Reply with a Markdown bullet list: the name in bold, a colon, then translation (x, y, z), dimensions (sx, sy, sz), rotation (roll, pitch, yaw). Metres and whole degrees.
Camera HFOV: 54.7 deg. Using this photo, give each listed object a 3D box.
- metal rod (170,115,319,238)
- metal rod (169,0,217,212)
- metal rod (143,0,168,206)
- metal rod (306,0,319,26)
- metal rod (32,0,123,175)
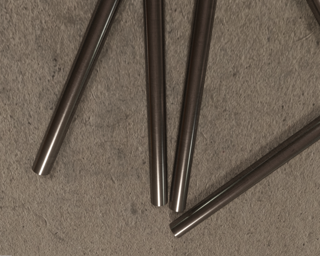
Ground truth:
- **metal rod**: translation (0.136, 0.062, 0.434), dimensions (0.300, 0.025, 0.025), rotation (-39, 106, 13)
- **metal rod**: translation (0.040, -0.024, 0.401), dimensions (0.025, 0.025, 0.298), rotation (5, 110, -2)
- **metal rod**: translation (-0.004, -0.033, 0.397), dimensions (0.025, 0.025, 0.298), rotation (-1, 110, 0)
- **metal rod**: translation (0.245, -0.071, 0.387), dimensions (0.025, 0.025, 0.300), rotation (-35, 107, 11)
- **metal rod**: translation (-0.098, -0.068, 0.383), dimensions (0.025, 0.025, 0.298), rotation (25, 108, -9)
